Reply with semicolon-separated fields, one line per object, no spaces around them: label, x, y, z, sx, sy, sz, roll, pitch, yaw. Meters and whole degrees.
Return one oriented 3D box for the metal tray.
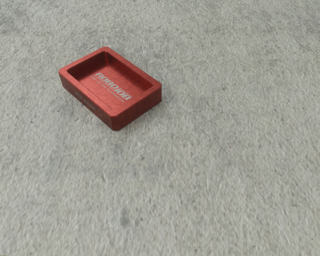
metal tray;-0.072;-0.062;0.451;0.091;0.030;0.130;-37;59;-27
